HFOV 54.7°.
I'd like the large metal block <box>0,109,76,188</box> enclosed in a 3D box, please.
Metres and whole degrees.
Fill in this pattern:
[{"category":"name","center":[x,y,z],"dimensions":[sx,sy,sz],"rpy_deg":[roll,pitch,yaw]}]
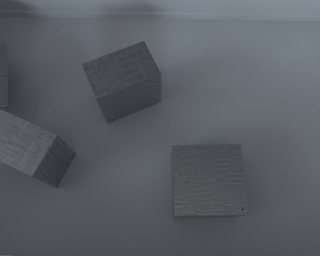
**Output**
[{"category":"large metal block","center":[-0.158,0.027,0.370],"dimensions":[0.080,0.080,0.050],"rpy_deg":[23,72,8]}]

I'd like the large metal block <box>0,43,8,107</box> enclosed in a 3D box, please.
[{"category":"large metal block","center":[-0.240,-0.066,0.386],"dimensions":[0.081,0.050,0.079],"rpy_deg":[-1,93,-38]}]

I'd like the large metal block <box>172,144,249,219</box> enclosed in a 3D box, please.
[{"category":"large metal block","center":[0.055,0.065,0.373],"dimensions":[0.081,0.050,0.080],"rpy_deg":[-1,70,-1]}]

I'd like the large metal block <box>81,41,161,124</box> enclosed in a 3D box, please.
[{"category":"large metal block","center":[-0.046,-0.056,0.400],"dimensions":[0.080,0.080,0.050],"rpy_deg":[-23,72,-8]}]
